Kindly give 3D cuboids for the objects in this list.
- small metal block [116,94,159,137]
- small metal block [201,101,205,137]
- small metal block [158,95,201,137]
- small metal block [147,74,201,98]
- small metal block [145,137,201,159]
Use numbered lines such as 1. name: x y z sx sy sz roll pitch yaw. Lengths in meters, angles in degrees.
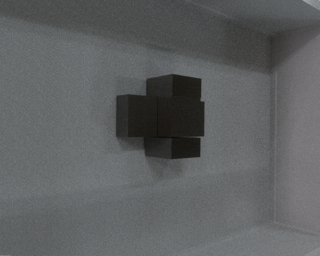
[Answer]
1. small metal block: -0.025 -0.014 0.382 0.050 0.025 0.050 1 90 -40
2. small metal block: 0.036 -0.013 0.434 0.050 0.025 0.050 1 90 -40
3. small metal block: 0.025 -0.014 0.391 0.050 0.025 0.050 1 90 -40
4. small metal block: 0.018 -0.052 0.402 0.050 0.050 0.025 1 90 -40
5. small metal block: 0.017 0.024 0.400 0.050 0.050 0.025 1 90 -40
